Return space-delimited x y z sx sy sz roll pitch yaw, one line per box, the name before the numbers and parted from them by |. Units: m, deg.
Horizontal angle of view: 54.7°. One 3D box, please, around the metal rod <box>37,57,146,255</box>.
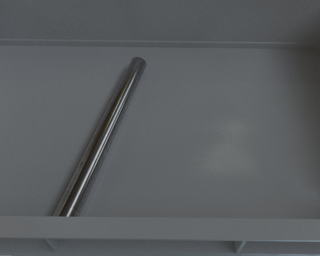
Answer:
metal rod | -0.071 0.009 0.396 0.025 0.025 0.300 11 51 9
